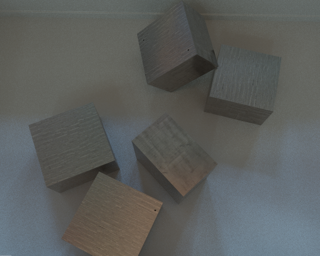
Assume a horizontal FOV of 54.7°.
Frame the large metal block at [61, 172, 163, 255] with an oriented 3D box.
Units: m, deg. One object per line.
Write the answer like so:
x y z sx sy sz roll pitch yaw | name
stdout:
-0.050 0.108 0.356 0.080 0.050 0.080 24 72 8 | large metal block

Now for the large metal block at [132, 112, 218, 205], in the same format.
0.015 0.039 0.366 0.050 0.080 0.080 -41 75 -13 | large metal block

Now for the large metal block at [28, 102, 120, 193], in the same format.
-0.105 0.025 0.386 0.080 0.050 0.080 -21 72 -8 | large metal block

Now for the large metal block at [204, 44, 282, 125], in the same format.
0.110 -0.058 0.419 0.080 0.050 0.080 14 71 4 | large metal block

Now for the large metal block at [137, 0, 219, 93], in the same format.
0.022 -0.105 0.414 0.080 0.050 0.080 -26 66 34 | large metal block
